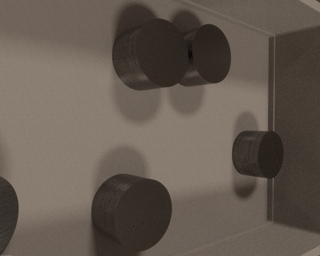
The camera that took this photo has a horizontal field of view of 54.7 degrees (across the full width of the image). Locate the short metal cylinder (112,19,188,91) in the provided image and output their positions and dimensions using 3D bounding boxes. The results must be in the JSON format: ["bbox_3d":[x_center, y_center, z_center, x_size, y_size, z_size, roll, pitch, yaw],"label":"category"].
[{"bbox_3d":[-0.011,-0.088,0.383,0.081,0.050,0.079,0,90,-40],"label":"short metal cylinder"}]

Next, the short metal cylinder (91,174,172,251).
[{"bbox_3d":[-0.033,0.097,0.365,0.081,0.050,0.079,0,90,-40],"label":"short metal cylinder"}]

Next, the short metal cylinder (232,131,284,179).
[{"bbox_3d":[0.170,0.045,0.536,0.081,0.050,0.079,0,90,-40],"label":"short metal cylinder"}]

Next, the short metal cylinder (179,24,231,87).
[{"bbox_3d":[0.056,-0.101,0.439,0.081,0.050,0.079,0,90,-40],"label":"short metal cylinder"}]

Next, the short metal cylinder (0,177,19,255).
[{"bbox_3d":[-0.159,0.071,0.237,0.080,0.050,0.079,6,91,-69],"label":"short metal cylinder"}]
